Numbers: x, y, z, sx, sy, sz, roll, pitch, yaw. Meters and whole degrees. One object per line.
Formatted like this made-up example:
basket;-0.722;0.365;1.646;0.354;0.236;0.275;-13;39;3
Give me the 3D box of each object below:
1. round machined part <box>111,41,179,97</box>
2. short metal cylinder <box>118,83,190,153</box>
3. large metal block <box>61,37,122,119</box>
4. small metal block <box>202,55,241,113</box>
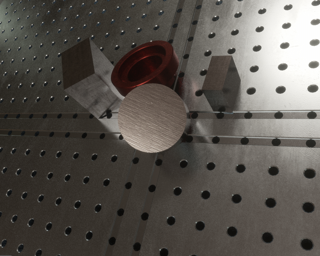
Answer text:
round machined part;-0.017;-0.078;0.445;0.098;0.042;0.098;-18;44;18
short metal cylinder;-0.005;-0.011;0.379;0.080;0.050;0.080;0;87;10
large metal block;-0.101;-0.074;0.469;0.050;0.080;0.080;-26;53;12
small metal block;0.077;-0.054;0.384;0.025;0.050;0.050;6;65;30
